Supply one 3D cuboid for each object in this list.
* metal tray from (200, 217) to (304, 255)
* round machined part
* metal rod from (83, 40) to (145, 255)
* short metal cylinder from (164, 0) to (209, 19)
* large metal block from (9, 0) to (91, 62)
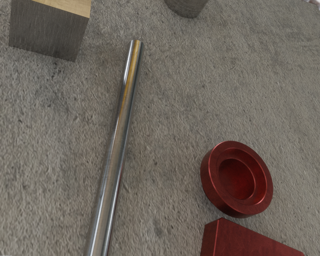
[{"bbox_3d":[0.109,0.170,0.357,0.131,0.030,0.090,26,52,-12],"label":"metal tray"},{"bbox_3d":[0.094,0.069,0.404,0.099,0.042,0.098,14,56,-21],"label":"round machined part"},{"bbox_3d":[-0.048,0.003,0.377,0.025,0.025,0.300,19,54,-18],"label":"metal rod"},{"bbox_3d":[0.052,-0.250,0.570,0.081,0.050,0.080,14,56,-21],"label":"short metal cylinder"},{"bbox_3d":[-0.134,-0.134,0.379,0.081,0.080,0.050,11,57,-23],"label":"large metal block"}]
